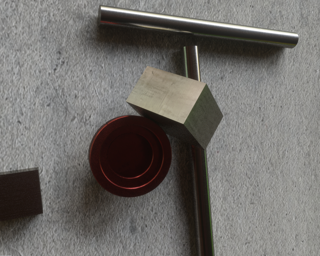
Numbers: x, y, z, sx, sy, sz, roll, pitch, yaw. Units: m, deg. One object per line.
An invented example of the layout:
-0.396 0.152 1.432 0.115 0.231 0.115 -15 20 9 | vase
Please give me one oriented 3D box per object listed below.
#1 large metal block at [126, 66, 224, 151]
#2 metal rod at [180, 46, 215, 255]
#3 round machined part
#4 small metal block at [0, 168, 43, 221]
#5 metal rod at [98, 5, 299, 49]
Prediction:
0.020 -0.023 0.371 0.050 0.080 0.080 -61 148 -10 | large metal block
0.052 0.039 0.429 0.025 0.025 0.298 -5 92 -20 | metal rod
-0.039 0.032 0.384 0.099 0.042 0.097 -1 94 -17 | round machined part
-0.162 0.074 0.350 0.050 0.025 0.050 -6 92 -20 | small metal block
0.067 -0.138 0.434 0.303 0.025 0.025 0 90 -21 | metal rod
